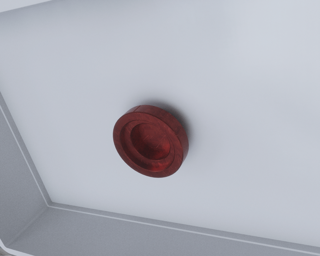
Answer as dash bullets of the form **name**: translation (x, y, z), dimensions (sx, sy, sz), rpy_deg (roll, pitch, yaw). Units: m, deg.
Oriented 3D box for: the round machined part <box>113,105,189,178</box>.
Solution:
- **round machined part**: translation (-0.008, 0.013, 0.404), dimensions (0.098, 0.042, 0.097), rpy_deg (13, 124, 20)
